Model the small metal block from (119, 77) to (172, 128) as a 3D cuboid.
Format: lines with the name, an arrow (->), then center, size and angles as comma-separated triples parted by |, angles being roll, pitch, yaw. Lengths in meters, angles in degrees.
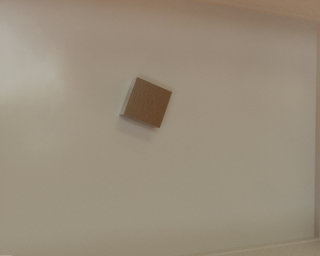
small metal block -> -0.019, -0.032, 0.403 | 0.050, 0.025, 0.050 | 21, 83, -19
